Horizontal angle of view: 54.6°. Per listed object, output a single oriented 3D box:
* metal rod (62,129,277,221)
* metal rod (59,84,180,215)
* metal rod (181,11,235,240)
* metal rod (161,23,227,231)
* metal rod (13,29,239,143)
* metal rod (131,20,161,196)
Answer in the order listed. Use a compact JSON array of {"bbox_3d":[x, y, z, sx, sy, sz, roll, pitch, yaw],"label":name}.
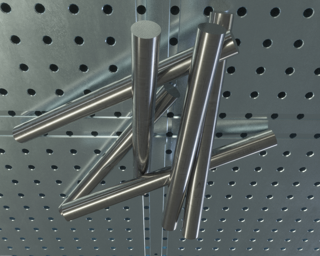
[{"bbox_3d":[0.013,0.064,0.425,0.301,0.025,0.025,-20,128,0],"label":"metal rod"},{"bbox_3d":[-0.073,0.047,0.450,0.025,0.025,0.299,29,124,-22],"label":"metal rod"},{"bbox_3d":[0.053,0.017,0.379,0.025,0.025,0.298,3,116,-3],"label":"metal rod"},{"bbox_3d":[0.029,0.028,0.362,0.025,0.025,0.298,4,130,-4],"label":"metal rod"},{"bbox_3d":[-0.058,-0.037,0.357,0.300,0.025,0.025,-19,128,24],"label":"metal rod"},{"bbox_3d":[-0.021,0.008,0.375,0.025,0.025,0.299,3,143,-2],"label":"metal rod"}]
